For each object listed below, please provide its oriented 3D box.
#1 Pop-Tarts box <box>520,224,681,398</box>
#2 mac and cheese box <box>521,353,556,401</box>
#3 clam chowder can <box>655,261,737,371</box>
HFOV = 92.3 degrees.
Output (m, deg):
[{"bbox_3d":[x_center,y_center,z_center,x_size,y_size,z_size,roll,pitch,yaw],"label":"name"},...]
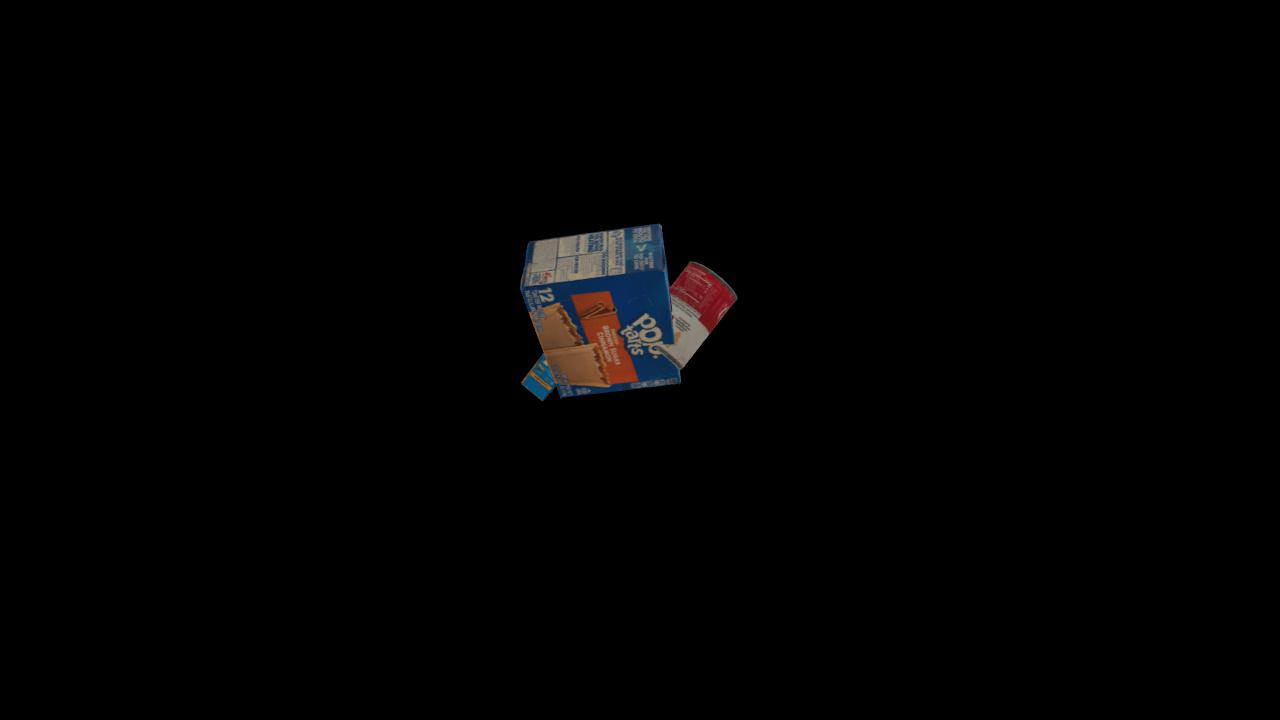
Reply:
[{"bbox_3d":[-0.035,-0.047,0.658,0.141,0.083,0.167,-7,-43,4],"label":"Pop-Tarts box"},{"bbox_3d":[-0.068,-0.034,0.724,0.184,0.041,0.093,-46,7,40],"label":"mac and cheese box"},{"bbox_3d":[0.049,-0.047,0.672,0.068,0.102,0.068,38,-4,3],"label":"clam chowder can"}]
